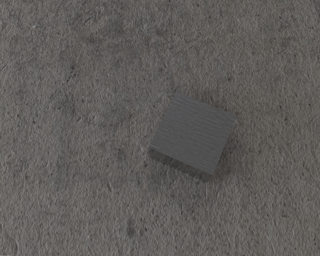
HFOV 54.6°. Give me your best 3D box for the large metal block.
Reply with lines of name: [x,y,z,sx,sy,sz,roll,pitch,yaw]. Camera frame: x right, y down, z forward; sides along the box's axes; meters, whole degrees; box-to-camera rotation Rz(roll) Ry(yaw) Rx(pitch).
large metal block: [0.040,0.012,0.391,0.080,0.050,0.080,23,72,8]
